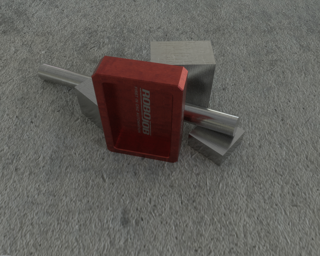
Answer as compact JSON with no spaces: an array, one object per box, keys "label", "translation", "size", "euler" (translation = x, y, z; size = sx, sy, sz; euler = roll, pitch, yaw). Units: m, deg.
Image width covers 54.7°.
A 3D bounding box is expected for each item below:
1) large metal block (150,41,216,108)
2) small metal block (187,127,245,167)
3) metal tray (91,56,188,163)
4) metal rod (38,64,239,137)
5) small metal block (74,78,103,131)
[{"label":"large metal block","translation":[0.028,-0.072,0.428],"size":[0.081,0.080,0.050],"euler":[-2,50,-2]},{"label":"small metal block","translation":[0.071,0.013,0.395],"size":[0.050,0.025,0.050],"euler":[34,58,25]},{"label":"metal tray","translation":[-0.019,-0.015,0.349],"size":[0.090,0.129,0.030],"euler":[9,51,8]},{"label":"metal rod","translation":[-0.043,-0.044,0.423],"size":[0.301,0.025,0.025],"euler":[17,52,20]},{"label":"small metal block","translation":[-0.083,-0.030,0.412],"size":[0.050,0.050,0.025],"euler":[37,59,26]}]
